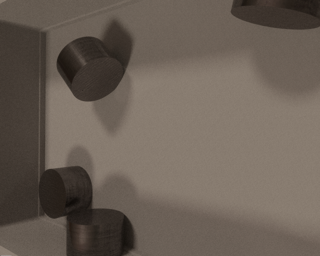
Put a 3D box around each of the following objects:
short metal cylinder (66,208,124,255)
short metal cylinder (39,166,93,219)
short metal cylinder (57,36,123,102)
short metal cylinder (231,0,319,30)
[{"bbox_3d":[-0.092,0.151,0.445,0.080,0.081,0.050,1,91,39],"label":"short metal cylinder"},{"bbox_3d":[-0.159,0.106,0.518,0.080,0.050,0.079,0,90,39],"label":"short metal cylinder"},{"bbox_3d":[-0.102,-0.085,0.452,0.050,0.081,0.080,52,120,27],"label":"short metal cylinder"},{"bbox_3d":[0.110,-0.124,0.279,0.080,0.081,0.050,19,102,38],"label":"short metal cylinder"}]
